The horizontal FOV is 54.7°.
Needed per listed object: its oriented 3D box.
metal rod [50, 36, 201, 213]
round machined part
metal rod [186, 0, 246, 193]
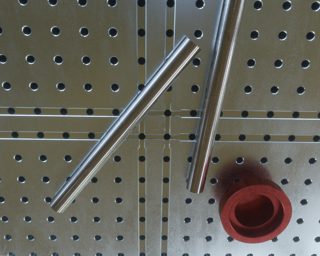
[{"bbox_3d":[-0.054,0.005,0.414,0.025,0.025,0.299,38,105,-13],"label":"metal rod"},{"bbox_3d":[0.134,0.114,0.448,0.099,0.042,0.097,0,110,-1],"label":"round machined part"},{"bbox_3d":[0.072,-0.051,0.395,0.025,0.025,0.298,8,110,-3],"label":"metal rod"}]
